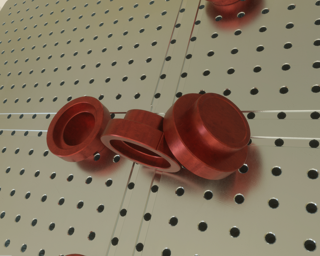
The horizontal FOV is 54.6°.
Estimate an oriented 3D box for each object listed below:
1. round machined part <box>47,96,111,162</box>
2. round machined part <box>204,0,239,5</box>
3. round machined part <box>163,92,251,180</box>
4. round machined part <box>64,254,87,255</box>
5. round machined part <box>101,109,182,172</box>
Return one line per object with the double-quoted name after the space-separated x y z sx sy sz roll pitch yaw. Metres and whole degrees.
-0.113 0.005 0.455 0.098 0.042 0.098 -13 56 21 "round machined part"
0.105 -0.233 0.486 0.098 0.042 0.098 -13 56 21 "round machined part"
0.056 0.001 0.329 0.042 0.099 0.098 -47 40 44 "round machined part"
-0.103 0.189 0.337 0.098 0.042 0.098 -13 56 21 "round machined part"
-0.016 0.013 0.363 0.098 0.098 0.042 9 67 32 "round machined part"
